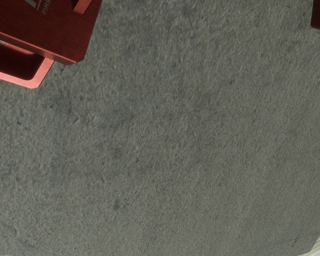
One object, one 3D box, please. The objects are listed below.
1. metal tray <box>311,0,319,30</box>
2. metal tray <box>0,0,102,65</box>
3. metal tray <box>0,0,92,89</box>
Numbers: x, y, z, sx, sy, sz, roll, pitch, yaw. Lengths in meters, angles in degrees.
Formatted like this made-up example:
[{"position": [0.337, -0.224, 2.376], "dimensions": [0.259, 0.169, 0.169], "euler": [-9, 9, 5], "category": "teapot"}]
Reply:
[{"position": [0.278, -0.198, 0.436], "dimensions": [0.131, 0.030, 0.089], "euler": [-22, 127, -16], "category": "metal tray"}, {"position": [-0.089, -0.126, 0.243], "dimensions": [0.091, 0.030, 0.129], "euler": [18, 86, -32], "category": "metal tray"}, {"position": [-0.118, -0.095, 0.247], "dimensions": [0.091, 0.030, 0.129], "euler": [18, 133, -36], "category": "metal tray"}]
